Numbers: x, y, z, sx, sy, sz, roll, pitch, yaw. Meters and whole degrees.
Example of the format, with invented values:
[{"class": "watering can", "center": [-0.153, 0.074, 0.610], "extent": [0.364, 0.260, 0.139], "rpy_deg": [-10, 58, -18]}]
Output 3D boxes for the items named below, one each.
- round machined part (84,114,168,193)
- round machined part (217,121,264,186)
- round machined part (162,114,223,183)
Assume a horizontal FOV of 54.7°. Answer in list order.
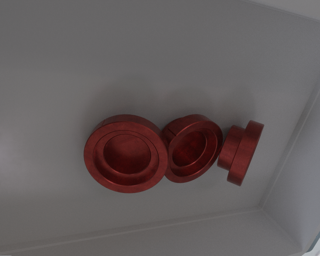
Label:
[{"class": "round machined part", "center": [-0.039, 0.027, 0.377], "extent": [0.099, 0.042, 0.097], "rpy_deg": [1, 116, 2]}, {"class": "round machined part", "center": [0.117, 0.034, 0.461], "extent": [0.098, 0.042, 0.097], "rpy_deg": [-55, 157, -36]}, {"class": "round machined part", "center": [0.035, 0.024, 0.427], "extent": [0.099, 0.042, 0.097], "rpy_deg": [-18, 127, -25]}]
